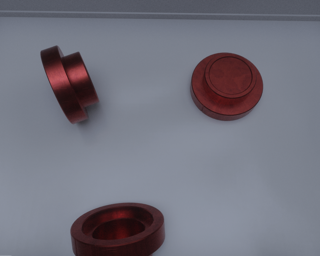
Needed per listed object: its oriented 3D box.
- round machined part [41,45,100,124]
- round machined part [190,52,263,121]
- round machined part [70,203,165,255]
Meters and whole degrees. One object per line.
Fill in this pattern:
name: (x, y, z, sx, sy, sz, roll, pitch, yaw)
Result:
round machined part: (-0.109, -0.057, 0.391, 0.042, 0.098, 0.098, -22, 72, -8)
round machined part: (0.092, -0.062, 0.424, 0.099, 0.042, 0.098, 0, 70, 0)
round machined part: (-0.043, 0.120, 0.334, 0.099, 0.098, 0.042, -4, 99, -2)
